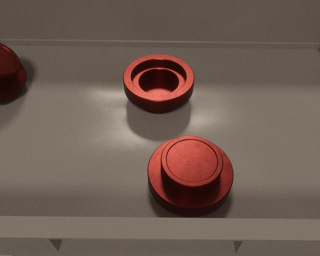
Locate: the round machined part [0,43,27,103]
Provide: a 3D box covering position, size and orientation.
[{"bbox_3d":[-0.237,-0.085,0.432,0.099,0.042,0.098,26,39,-23],"label":"round machined part"}]

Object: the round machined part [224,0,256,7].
[{"bbox_3d":[0.169,-0.287,0.640,0.099,0.042,0.098,0,50,0],"label":"round machined part"}]

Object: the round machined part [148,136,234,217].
[{"bbox_3d":[0.035,0.048,0.355,0.099,0.042,0.098,0,50,0],"label":"round machined part"}]

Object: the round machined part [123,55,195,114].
[{"bbox_3d":[-0.002,-0.059,0.443,0.099,0.042,0.098,0,50,0],"label":"round machined part"}]
